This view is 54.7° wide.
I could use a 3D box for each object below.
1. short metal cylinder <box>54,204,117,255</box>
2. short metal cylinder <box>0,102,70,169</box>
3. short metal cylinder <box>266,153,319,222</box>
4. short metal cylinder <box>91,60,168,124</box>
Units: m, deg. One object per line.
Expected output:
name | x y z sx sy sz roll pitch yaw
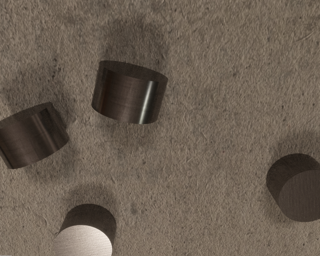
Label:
short metal cylinder | -0.107 0.159 0.454 0.081 0.050 0.079 0 110 -1
short metal cylinder | -0.160 0.007 0.381 0.080 0.080 0.050 -19 109 6
short metal cylinder | 0.196 0.082 0.430 0.081 0.050 0.079 0 110 -1
short metal cylinder | -0.036 -0.044 0.364 0.081 0.080 0.050 14 110 -6
